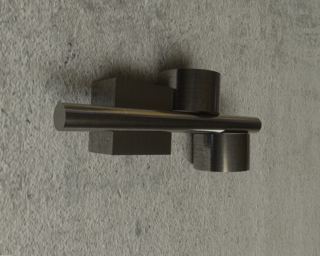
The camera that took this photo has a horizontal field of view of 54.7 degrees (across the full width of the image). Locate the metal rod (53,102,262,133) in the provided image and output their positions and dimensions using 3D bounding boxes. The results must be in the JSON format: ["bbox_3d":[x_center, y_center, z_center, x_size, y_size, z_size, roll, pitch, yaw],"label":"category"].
[{"bbox_3d":[0.027,-0.007,0.365,0.302,0.025,0.025,1,89,-41],"label":"metal rod"}]

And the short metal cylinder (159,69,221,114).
[{"bbox_3d":[0.039,-0.045,0.406,0.081,0.080,0.050,3,89,-40],"label":"short metal cylinder"}]

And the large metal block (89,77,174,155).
[{"bbox_3d":[-0.032,-0.010,0.360,0.081,0.050,0.080,4,88,-40],"label":"large metal block"}]

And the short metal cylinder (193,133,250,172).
[{"bbox_3d":[0.088,0.033,0.446,0.081,0.080,0.050,0,91,-40],"label":"short metal cylinder"}]

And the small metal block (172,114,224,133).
[{"bbox_3d":[0.053,-0.005,0.435,0.050,0.050,0.025,1,89,-40],"label":"small metal block"}]
